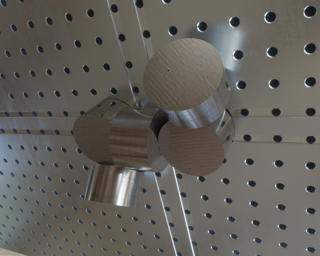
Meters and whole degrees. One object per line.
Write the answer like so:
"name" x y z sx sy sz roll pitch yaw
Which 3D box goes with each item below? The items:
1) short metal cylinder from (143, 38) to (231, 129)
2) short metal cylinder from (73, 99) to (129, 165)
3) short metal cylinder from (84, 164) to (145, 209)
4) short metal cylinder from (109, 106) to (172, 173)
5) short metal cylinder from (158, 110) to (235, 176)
"short metal cylinder" 0.029 -0.045 0.323 0.080 0.080 0.050 8 164 23
"short metal cylinder" -0.073 0.006 0.434 0.080 0.050 0.079 13 124 20
"short metal cylinder" -0.065 0.086 0.454 0.080 0.050 0.080 9 165 3
"short metal cylinder" -0.020 0.014 0.393 0.050 0.080 0.079 5 121 25
"short metal cylinder" 0.045 0.011 0.376 0.080 0.050 0.079 13 124 20
